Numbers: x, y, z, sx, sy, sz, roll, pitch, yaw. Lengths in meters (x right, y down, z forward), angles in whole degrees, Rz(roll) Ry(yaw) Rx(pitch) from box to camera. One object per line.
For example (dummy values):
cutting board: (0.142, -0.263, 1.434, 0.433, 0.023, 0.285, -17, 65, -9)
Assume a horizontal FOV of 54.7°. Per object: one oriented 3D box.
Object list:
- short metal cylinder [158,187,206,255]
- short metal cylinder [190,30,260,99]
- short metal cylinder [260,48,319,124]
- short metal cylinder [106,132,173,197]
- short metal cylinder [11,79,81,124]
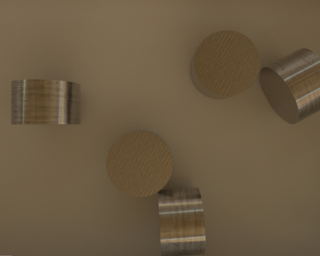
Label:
short metal cylinder: (0.025, 0.116, 0.384, 0.050, 0.080, 0.079, -3, 90, 0)
short metal cylinder: (0.081, -0.079, 0.400, 0.081, 0.050, 0.079, 0, 90, -1)
short metal cylinder: (0.170, -0.051, 0.386, 0.050, 0.080, 0.080, -28, 90, 0)
short metal cylinder: (-0.025, 0.044, 0.399, 0.081, 0.050, 0.079, 0, 90, -1)
short metal cylinder: (-0.139, -0.029, 0.382, 0.081, 0.080, 0.050, 0, 90, -1)
